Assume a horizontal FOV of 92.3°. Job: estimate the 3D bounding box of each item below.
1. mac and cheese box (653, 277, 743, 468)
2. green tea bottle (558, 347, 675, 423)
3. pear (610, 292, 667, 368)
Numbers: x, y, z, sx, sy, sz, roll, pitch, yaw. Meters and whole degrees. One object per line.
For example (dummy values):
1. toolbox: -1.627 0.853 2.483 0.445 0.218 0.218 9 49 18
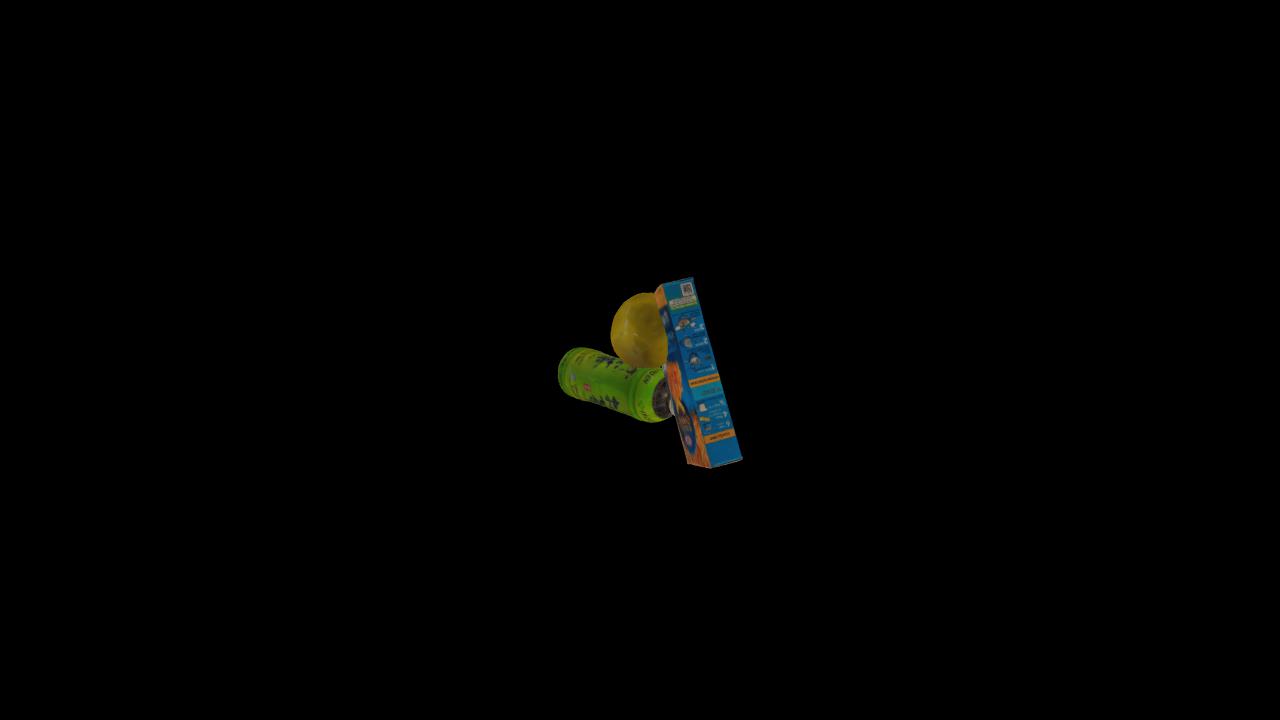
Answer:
1. mac and cheese box: 0.052 0.016 0.634 0.041 0.184 0.093 -14 -5 -12
2. green tea bottle: -0.012 0.033 0.749 0.212 0.073 0.073 12 8 43
3. pear: 0.005 -0.022 0.664 0.080 0.080 0.111 0 -24 -4
